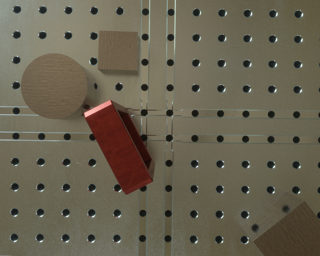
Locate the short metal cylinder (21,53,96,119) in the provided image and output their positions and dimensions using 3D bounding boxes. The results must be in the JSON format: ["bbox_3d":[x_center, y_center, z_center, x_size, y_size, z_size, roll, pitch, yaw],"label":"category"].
[{"bbox_3d":[-0.128,-0.051,0.400,0.081,0.050,0.079,0,90,0],"label":"short metal cylinder"}]

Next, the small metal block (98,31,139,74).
[{"bbox_3d":[-0.054,-0.100,0.413,0.050,0.025,0.050,2,90,0],"label":"small metal block"}]

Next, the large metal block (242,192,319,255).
[{"bbox_3d":[0.170,0.145,0.402,0.080,0.050,0.080,-38,90,0],"label":"large metal block"}]

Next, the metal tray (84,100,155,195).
[{"bbox_3d":[-0.040,0.018,0.360,0.030,0.130,0.090,-27,90,0],"label":"metal tray"}]
